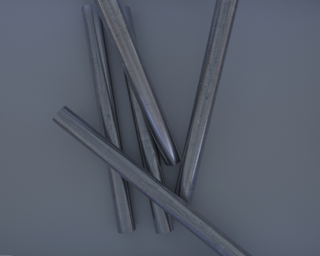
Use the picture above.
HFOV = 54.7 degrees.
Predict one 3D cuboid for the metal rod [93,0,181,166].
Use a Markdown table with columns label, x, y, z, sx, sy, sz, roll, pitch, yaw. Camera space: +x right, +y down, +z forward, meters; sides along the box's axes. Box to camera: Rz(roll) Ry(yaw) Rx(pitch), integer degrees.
| label | x | y | z | sx | sy | sz | roll | pitch | yaw |
| --- | --- | --- | --- | --- | --- | --- | --- | --- | --- |
| metal rod | -0.034 | -0.080 | 0.346 | 0.025 | 0.025 | 0.299 | -23 | 117 | 0 |

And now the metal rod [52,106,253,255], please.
| label | x | y | z | sx | sy | sz | roll | pitch | yaw |
| --- | --- | --- | --- | --- | --- | --- | --- | --- | --- |
| metal rod | -0.007 | 0.076 | 0.384 | 0.300 | 0.025 | 0.025 | 39 | 90 | 0 |

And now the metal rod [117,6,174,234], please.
| label | x | y | z | sx | sy | sz | roll | pitch | yaw |
| --- | --- | --- | --- | --- | --- | --- | --- | --- | --- |
| metal rod | -0.023 | -0.010 | 0.411 | 0.025 | 0.025 | 0.298 | -11 | 90 | 0 |

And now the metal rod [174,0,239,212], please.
| label | x | y | z | sx | sy | sz | roll | pitch | yaw |
| --- | --- | --- | --- | --- | --- | --- | --- | --- | --- |
| metal rod | 0.054 | -0.031 | 0.377 | 0.025 | 0.025 | 0.298 | 11 | 104 | -1 |

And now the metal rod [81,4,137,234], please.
| label | x | y | z | sx | sy | sz | roll | pitch | yaw |
| --- | --- | --- | --- | --- | --- | --- | --- | --- | --- |
| metal rod | -0.067 | -0.012 | 0.410 | 0.025 | 0.025 | 0.298 | -9 | 90 | 0 |
